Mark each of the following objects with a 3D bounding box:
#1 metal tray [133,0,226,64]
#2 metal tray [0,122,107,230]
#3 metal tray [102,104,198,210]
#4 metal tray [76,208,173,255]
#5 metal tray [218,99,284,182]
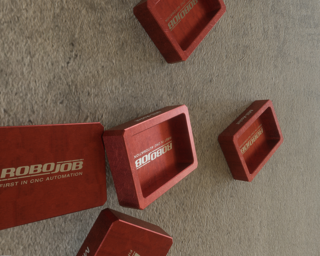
[{"bbox_3d":[0.033,-0.163,0.427,0.090,0.030,0.130,52,60,-27],"label":"metal tray"},{"bbox_3d":[-0.118,0.042,0.302,0.131,0.030,0.089,-4,93,-40],"label":"metal tray"},{"bbox_3d":[-0.004,0.029,0.376,0.131,0.030,0.089,-26,108,-51],"label":"metal tray"},{"bbox_3d":[-0.053,0.162,0.338,0.090,0.030,0.130,33,83,-35],"label":"metal tray"},{"bbox_3d":[0.161,0.019,0.535,0.131,0.030,0.090,-39,114,-33],"label":"metal tray"}]
